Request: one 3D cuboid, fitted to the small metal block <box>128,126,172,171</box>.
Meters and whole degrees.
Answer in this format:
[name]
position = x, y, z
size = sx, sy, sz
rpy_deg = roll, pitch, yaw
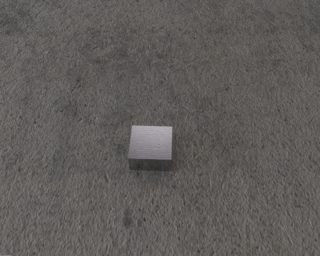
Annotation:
[small metal block]
position = -0.011, 0.025, 0.383
size = 0.050, 0.025, 0.050
rpy_deg = 2, 50, 1
